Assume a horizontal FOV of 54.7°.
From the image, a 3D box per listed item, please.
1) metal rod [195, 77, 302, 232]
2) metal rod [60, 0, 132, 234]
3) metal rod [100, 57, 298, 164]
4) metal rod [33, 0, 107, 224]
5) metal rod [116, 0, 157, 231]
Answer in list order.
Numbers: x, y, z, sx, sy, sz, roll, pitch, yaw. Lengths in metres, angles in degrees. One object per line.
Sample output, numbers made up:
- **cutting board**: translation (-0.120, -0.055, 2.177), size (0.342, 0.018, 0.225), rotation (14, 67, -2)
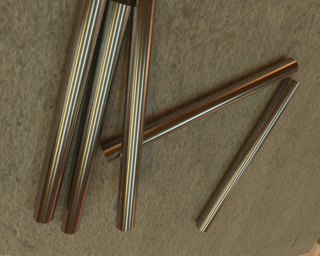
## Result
- **metal rod**: translation (0.141, 0.053, 0.519), size (0.025, 0.025, 0.298), rotation (15, 111, -35)
- **metal rod**: translation (-0.082, 0.006, 0.366), size (0.025, 0.025, 0.298), rotation (3, 117, -30)
- **metal rod**: translation (0.063, -0.029, 0.424), size (0.302, 0.025, 0.025), rotation (-26, 128, -13)
- **metal rod**: translation (-0.102, -0.017, 0.341), size (0.025, 0.025, 0.298), rotation (6, 116, -32)
- **metal rod**: translation (-0.030, -0.010, 0.359), size (0.025, 0.025, 0.298), rotation (-4, 113, -27)
